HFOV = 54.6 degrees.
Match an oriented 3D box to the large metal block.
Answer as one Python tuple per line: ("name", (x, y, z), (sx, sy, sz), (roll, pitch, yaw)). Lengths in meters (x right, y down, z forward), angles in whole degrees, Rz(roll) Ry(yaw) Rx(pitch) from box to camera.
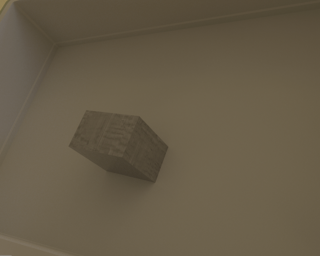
("large metal block", (-0.048, 0.023, 0.383), (0.080, 0.080, 0.050), (7, 66, 31))
